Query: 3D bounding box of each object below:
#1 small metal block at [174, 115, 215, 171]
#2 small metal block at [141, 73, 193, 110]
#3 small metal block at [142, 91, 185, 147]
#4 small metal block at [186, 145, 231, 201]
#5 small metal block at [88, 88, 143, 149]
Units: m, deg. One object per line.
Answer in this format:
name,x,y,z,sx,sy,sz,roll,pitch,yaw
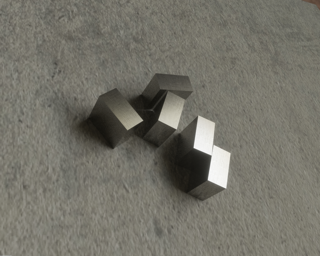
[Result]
small metal block,0.045,0.020,0.401,0.025,0.050,0.050,24,53,-15
small metal block,0.009,-0.048,0.423,0.050,0.050,0.025,0,62,-29
small metal block,0.005,-0.011,0.399,0.025,0.050,0.050,27,52,-12
small metal block,0.061,0.057,0.387,0.025,0.050,0.050,26,52,-13
small metal block,-0.054,-0.010,0.366,0.025,0.050,0.050,-34,81,-38
